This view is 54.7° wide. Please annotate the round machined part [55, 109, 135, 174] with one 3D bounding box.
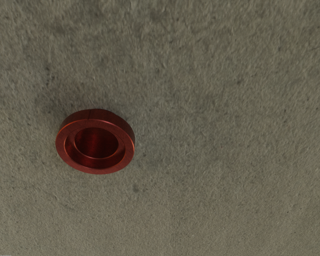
[{"bbox_3d":[-0.082,0.013,0.406,0.099,0.042,0.097,-1,130,0],"label":"round machined part"}]
